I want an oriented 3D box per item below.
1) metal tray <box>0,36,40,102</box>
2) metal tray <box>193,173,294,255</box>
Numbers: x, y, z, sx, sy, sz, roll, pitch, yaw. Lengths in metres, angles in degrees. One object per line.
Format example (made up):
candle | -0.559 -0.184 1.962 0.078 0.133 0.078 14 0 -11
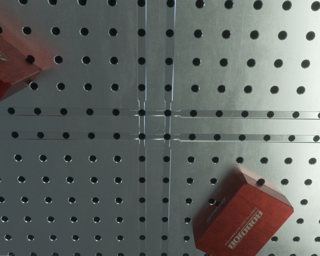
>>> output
metal tray | -0.209 -0.090 0.342 0.130 0.090 0.030 41 105 -14
metal tray | 0.122 0.142 0.465 0.090 0.030 0.129 29 107 -11
